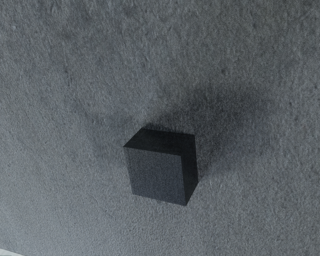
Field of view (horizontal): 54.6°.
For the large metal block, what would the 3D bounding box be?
[{"bbox_3d":[0.004,0.051,0.421,0.080,0.050,0.080,7,122,25],"label":"large metal block"}]
